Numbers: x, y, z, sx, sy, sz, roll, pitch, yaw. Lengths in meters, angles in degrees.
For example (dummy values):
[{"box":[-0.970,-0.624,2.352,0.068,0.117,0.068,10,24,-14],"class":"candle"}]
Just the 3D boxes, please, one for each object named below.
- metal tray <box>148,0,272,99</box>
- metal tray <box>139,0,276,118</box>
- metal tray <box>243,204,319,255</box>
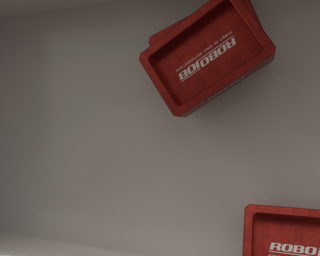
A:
[{"box":[0.061,-0.099,0.386,0.130,0.030,0.090,-23,82,18],"class":"metal tray"},{"box":[0.052,-0.082,0.356,0.130,0.030,0.090,-34,79,16],"class":"metal tray"},{"box":[0.157,0.134,0.329,0.130,0.030,0.090,0,58,19],"class":"metal tray"}]
